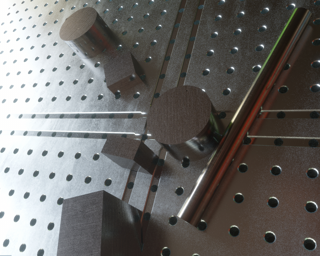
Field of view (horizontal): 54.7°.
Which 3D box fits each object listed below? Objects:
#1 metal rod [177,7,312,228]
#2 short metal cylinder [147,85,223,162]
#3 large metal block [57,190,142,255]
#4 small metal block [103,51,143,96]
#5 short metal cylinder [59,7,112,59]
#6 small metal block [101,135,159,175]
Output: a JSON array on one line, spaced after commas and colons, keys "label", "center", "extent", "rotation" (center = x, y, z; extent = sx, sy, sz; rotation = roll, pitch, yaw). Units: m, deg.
[{"label": "metal rod", "center": [0.106, -0.023, 0.366], "extent": [0.025, 0.025, 0.300], "rotation": [22, 73, 36]}, {"label": "short metal cylinder", "center": [0.031, -0.005, 0.379], "extent": [0.080, 0.050, 0.080], "rotation": [-13, 56, 21]}, {"label": "large metal block", "center": [-0.061, 0.121, 0.331], "extent": [0.050, 0.080, 0.080], "rotation": [-17, 55, 19]}, {"label": "small metal block", "center": [-0.059, -0.087, 0.493], "extent": [0.050, 0.025, 0.050], "rotation": [-25, 53, 12]}, {"label": "short metal cylinder", "center": [-0.136, -0.174, 0.571], "extent": [0.080, 0.050, 0.080], "rotation": [-13, 56, 21]}, {"label": "small metal block", "center": [-0.037, 0.034, 0.391], "extent": [0.050, 0.050, 0.025], "rotation": [9, 66, 32]}]
